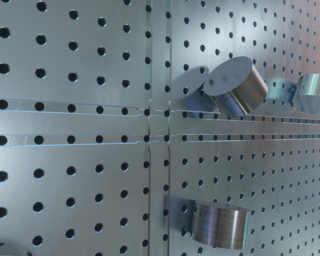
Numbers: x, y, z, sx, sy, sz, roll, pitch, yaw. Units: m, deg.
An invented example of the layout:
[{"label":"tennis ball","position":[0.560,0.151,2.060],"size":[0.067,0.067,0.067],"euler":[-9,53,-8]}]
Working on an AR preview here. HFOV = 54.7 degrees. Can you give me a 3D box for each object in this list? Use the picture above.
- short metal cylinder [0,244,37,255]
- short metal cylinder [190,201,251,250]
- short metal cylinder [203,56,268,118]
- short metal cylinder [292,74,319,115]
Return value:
[{"label":"short metal cylinder","position":[-0.138,0.152,0.277],"size":[0.081,0.050,0.079],"euler":[0,90,-40]},{"label":"short metal cylinder","position":[0.086,0.137,0.446],"size":[0.081,0.080,0.050],"euler":[14,81,-39]},{"label":"short metal cylinder","position":[0.113,-0.062,0.468],"size":[0.050,0.080,0.080],"euler":[46,62,-30]},{"label":"short metal cylinder","position":[0.322,-0.069,0.642],"size":[0.080,0.080,0.050],"euler":[34,69,-35]}]
